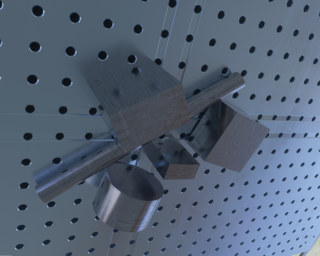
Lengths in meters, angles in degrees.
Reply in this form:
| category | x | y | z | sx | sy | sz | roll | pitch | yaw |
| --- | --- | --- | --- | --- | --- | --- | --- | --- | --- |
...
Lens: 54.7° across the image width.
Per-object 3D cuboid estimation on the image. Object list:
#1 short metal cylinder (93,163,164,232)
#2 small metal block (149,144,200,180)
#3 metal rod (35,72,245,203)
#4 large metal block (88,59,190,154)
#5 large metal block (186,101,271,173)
| category | x | y | z | sx | sy | sz | roll | pitch | yaw |
| --- | --- | --- | --- | --- | --- | --- | --- | --- | --- |
| short metal cylinder | -0.042 | 0.090 | 0.409 | 0.081 | 0.080 | 0.050 | 12 | 112 | -34 |
| small metal block | 0.020 | 0.048 | 0.437 | 0.050 | 0.050 | 0.025 | 5 | 116 | -31 |
| metal rod | -0.018 | 0.007 | 0.406 | 0.301 | 0.025 | 0.025 | -30 | 129 | -9 |
| large metal block | -0.025 | -0.028 | 0.347 | 0.080 | 0.080 | 0.050 | -25 | 128 | -13 |
| large metal block | 0.100 | 0.012 | 0.456 | 0.080 | 0.050 | 0.080 | 21 | 107 | -36 |
